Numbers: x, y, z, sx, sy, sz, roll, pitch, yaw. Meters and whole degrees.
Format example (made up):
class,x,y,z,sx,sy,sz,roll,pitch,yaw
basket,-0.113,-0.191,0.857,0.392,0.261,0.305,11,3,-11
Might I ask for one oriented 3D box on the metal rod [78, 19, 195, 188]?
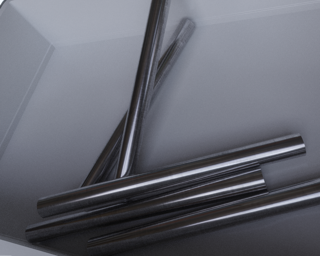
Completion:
class,x,y,z,sx,sy,sz,roll,pitch,yaw
metal rod,-0.028,-0.034,0.439,0.025,0.025,0.300,18,71,35

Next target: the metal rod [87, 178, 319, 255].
class,x,y,z,sx,sy,sz,roll,pitch,yaw
metal rod,0.059,0.092,0.317,0.301,0.025,0.025,-19,54,16

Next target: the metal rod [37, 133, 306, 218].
class,x,y,z,sx,sy,sz,roll,pitch,yaw
metal rod,0.003,0.056,0.345,0.301,0.025,0.025,-15,55,10

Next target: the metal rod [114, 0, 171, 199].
class,x,y,z,sx,sy,sz,roll,pitch,yaw
metal rod,-0.019,-0.061,0.389,0.025,0.025,0.298,9,86,32

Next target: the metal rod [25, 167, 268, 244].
class,x,y,z,sx,sy,sz,roll,pitch,yaw
metal rod,-0.030,0.095,0.361,0.301,0.025,0.025,-17,55,17
